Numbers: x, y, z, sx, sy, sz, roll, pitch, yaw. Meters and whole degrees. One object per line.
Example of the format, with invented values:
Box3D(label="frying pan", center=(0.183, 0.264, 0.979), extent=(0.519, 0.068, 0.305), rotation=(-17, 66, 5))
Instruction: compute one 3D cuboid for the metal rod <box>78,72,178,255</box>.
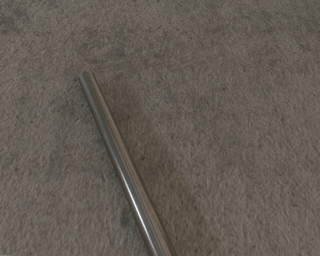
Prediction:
Box3D(label="metal rod", center=(-0.050, 0.031, 0.376), extent=(0.025, 0.025, 0.300), rotation=(-18, 53, -15))
